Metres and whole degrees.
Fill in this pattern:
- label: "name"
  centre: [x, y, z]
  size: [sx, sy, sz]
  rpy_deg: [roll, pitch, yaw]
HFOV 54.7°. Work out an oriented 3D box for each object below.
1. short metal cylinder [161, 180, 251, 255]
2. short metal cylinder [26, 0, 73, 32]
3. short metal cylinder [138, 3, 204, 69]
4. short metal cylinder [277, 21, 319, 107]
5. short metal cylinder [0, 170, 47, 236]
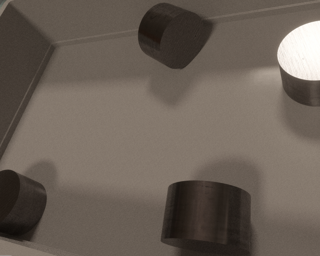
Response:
- label: "short metal cylinder"
  centre: [0.044, 0.087, 0.293]
  size: [0.080, 0.080, 0.050]
  rpy_deg: [-5, 60, 25]
- label: "short metal cylinder"
  centre: [-0.227, -0.246, 0.640]
  size: [0.080, 0.080, 0.050]
  rpy_deg: [-5, 60, 25]
- label: "short metal cylinder"
  centre: [0.016, -0.131, 0.441]
  size: [0.080, 0.080, 0.050]
  rpy_deg: [-48, 52, -5]
- label: "short metal cylinder"
  centre: [0.175, -0.070, 0.341]
  size: [0.080, 0.050, 0.080]
  rpy_deg: [-13, 56, 20]
- label: "short metal cylinder"
  centre: [-0.208, 0.105, 0.432]
  size: [0.080, 0.050, 0.080]
  rpy_deg: [-13, 56, 20]
